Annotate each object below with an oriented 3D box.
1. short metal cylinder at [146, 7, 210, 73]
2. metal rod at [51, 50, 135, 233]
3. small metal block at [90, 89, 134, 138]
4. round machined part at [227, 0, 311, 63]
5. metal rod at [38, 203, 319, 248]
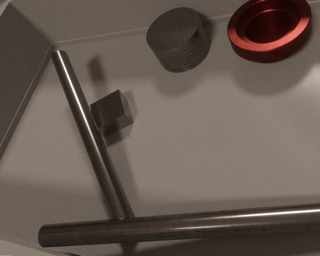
[{"bbox_3d":[0.027,-0.128,0.453,0.080,0.050,0.080,-13,56,20],"label":"short metal cylinder"},{"bbox_3d":[-0.098,0.001,0.423,0.025,0.025,0.299,-32,61,7],"label":"metal rod"},{"bbox_3d":[-0.071,-0.021,0.454,0.050,0.025,0.050,-27,53,11],"label":"small metal block"},{"bbox_3d":[0.140,-0.122,0.396,0.098,0.042,0.098,-13,56,20],"label":"round machined part"},{"bbox_3d":[0.013,0.101,0.314,0.301,0.025,0.025,-9,58,15],"label":"metal rod"}]
